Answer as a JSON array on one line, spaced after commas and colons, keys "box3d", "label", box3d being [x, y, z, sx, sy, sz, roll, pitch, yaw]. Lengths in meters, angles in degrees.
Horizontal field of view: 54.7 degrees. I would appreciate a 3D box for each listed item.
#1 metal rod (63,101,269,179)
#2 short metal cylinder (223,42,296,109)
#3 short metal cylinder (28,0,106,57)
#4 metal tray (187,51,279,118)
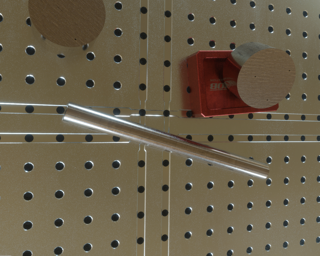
[{"box3d": [0.023, 0.023, 0.422, 0.302, 0.025, 0.025, 18, 84, -20], "label": "metal rod"}, {"box3d": [0.133, -0.072, 0.421, 0.081, 0.050, 0.079, -5, 115, -10], "label": "short metal cylinder"}, {"box3d": [-0.108, -0.128, 0.360, 0.081, 0.050, 0.079, 0, 90, -21], "label": "short metal cylinder"}, {"box3d": [0.108, -0.065, 0.451, 0.131, 0.030, 0.089, -6, 92, -20], "label": "metal tray"}]
